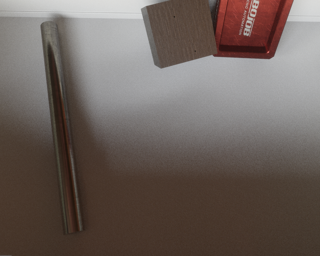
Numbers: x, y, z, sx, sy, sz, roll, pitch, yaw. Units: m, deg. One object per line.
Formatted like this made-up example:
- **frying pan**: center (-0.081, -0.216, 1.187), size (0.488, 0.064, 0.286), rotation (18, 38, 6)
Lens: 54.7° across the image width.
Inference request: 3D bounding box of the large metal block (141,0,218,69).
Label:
- **large metal block**: center (0.026, -0.133, 0.425), size (0.081, 0.050, 0.079), rotation (-16, 109, -6)

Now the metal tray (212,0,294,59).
- **metal tray**: center (0.121, -0.155, 0.411), size (0.091, 0.129, 0.030), rotation (3, 48, 0)

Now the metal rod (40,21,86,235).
- **metal rod**: center (-0.133, -0.014, 0.413), size (0.025, 0.025, 0.299), rotation (-12, 71, -5)
